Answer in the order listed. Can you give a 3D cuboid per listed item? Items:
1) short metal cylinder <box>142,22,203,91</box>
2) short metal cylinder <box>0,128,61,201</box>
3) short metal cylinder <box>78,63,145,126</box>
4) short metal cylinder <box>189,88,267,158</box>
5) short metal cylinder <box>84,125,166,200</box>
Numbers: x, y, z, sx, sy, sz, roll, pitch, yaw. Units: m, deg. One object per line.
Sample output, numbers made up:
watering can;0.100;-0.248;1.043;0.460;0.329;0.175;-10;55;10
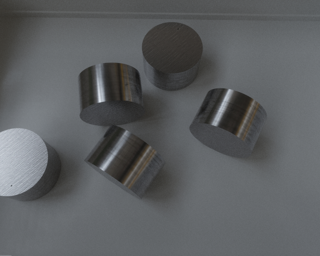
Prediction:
short metal cylinder;0.016;-0.099;0.432;0.081;0.050;0.080;0;70;0
short metal cylinder;-0.169;0.046;0.378;0.081;0.050;0.080;0;70;0
short metal cylinder;-0.062;-0.040;0.395;0.081;0.080;0.050;-8;70;-3
short metal cylinder;0.084;-0.005;0.383;0.080;0.080;0.050;26;72;9
short metal cylinder;-0.041;0.041;0.365;0.080;0.080;0.050;32;73;11
